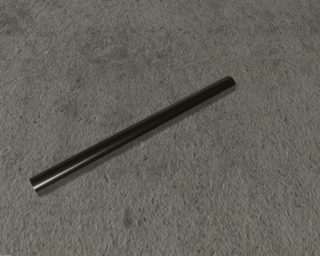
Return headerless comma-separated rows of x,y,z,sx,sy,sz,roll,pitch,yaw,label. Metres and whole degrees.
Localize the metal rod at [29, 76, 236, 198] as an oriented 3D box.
-0.018,0.001,0.405,0.302,0.025,0.025,-29,56,-22,metal rod
